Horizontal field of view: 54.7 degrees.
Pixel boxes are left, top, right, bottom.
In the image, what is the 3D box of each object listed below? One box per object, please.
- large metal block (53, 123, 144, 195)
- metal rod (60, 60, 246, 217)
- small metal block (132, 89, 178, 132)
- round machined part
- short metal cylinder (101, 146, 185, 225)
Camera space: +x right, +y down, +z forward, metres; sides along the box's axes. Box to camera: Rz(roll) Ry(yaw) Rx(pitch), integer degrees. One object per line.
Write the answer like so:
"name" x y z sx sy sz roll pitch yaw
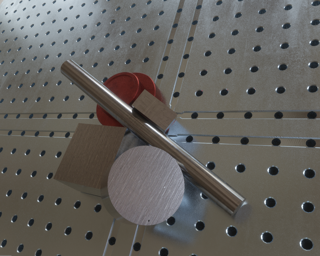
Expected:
"large metal block" -0.076 0.043 0.401 0.080 0.050 0.080 5 64 30
"metal rod" -0.026 -0.003 0.381 0.300 0.025 0.025 38 83 25
"small metal block" -0.006 -0.019 0.394 0.050 0.050 0.025 38 85 4
"round machined part" -0.051 -0.042 0.448 0.098 0.042 0.098 -13 56 20
"short metal cylinder" -0.020 0.063 0.335 0.081 0.050 0.080 6 72 -18
